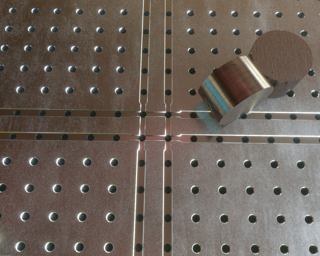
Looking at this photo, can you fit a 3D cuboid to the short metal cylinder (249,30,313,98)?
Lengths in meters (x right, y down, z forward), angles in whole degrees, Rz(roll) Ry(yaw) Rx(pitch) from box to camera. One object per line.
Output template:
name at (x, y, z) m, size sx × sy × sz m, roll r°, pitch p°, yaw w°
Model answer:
short metal cylinder at (0.162, -0.088, 0.433) m, size 0.081 × 0.050 × 0.080 m, roll 0°, pitch 70°, yaw 0°

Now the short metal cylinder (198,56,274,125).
short metal cylinder at (0.097, -0.047, 0.401) m, size 0.080 × 0.080 × 0.050 m, roll -28°, pitch 73°, yaw -10°
